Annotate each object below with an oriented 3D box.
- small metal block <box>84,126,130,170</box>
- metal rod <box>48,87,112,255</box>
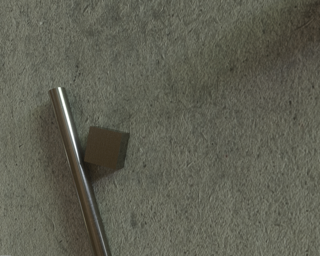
[{"bbox_3d":[-0.074,0.027,0.434,0.050,0.025,0.050,12,94,19],"label":"small metal block"},{"bbox_3d":[-0.110,0.086,0.446,0.025,0.025,0.299,-19,84,18],"label":"metal rod"}]
